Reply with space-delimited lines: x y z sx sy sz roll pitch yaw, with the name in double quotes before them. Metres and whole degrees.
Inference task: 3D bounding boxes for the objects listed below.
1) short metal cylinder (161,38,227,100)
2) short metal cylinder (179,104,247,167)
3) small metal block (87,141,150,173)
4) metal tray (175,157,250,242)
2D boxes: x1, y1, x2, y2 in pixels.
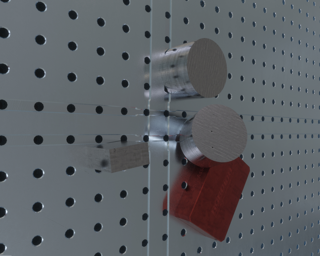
"short metal cylinder" 0.049 -0.080 0.434 0.081 0.050 0.079 0 90 -40
"short metal cylinder" 0.073 0.012 0.434 0.081 0.050 0.080 4 74 -15
"small metal block" -0.048 0.031 0.353 0.050 0.050 0.025 -9 96 -40
"metal tray" 0.086 0.096 0.478 0.090 0.030 0.130 41 65 -32
